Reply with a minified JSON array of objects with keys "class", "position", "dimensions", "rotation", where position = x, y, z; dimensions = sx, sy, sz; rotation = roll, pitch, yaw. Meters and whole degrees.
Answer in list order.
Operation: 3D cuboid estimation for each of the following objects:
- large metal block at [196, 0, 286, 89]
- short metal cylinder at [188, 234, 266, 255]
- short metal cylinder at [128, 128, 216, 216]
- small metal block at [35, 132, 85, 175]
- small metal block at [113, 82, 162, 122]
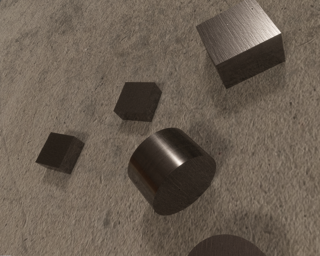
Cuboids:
[{"class":"large metal block","position":[0.103,-0.110,0.401],"dimensions":[0.080,0.050,0.080],"rotation":[-25,53,12]},{"class":"short metal cylinder","position":[0.064,0.139,0.269],"dimensions":[0.080,0.050,0.080],"rotation":[-13,56,20]},{"class":"short metal cylinder","position":[0.013,0.046,0.332],"dimensions":[0.080,0.080,0.050],"rotation":[-44,51,-2]},{"class":"small metal block","position":[-0.147,0.037,0.456],"dimensions":[0.050,0.025,0.050],"rotation":[7,65,31]},{"class":"small metal block","position":[-0.031,-0.038,0.442],"dimensions":[0.050,0.025,0.050],"rotation":[5,64,30]}]
